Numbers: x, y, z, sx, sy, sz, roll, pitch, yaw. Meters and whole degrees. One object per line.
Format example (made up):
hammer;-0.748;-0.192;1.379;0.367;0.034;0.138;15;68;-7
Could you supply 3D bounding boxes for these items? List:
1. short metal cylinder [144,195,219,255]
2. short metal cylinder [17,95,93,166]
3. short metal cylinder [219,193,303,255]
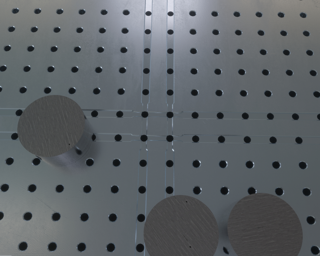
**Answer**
short metal cylinder;0.023;0.120;0.354;0.081;0.050;0.080;0;70;0
short metal cylinder;-0.131;0.005;0.396;0.081;0.050;0.080;0;70;0
short metal cylinder;0.113;0.118;0.356;0.081;0.050;0.080;0;70;0
